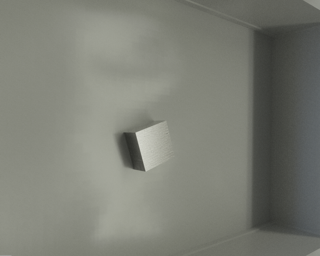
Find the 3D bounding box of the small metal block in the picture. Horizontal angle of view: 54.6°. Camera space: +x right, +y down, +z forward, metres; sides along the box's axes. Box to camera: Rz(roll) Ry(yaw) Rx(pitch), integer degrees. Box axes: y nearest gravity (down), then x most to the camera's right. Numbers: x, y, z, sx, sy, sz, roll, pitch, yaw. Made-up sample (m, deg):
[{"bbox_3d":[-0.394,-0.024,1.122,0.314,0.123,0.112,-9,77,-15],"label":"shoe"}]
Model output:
[{"bbox_3d":[-0.013,0.022,0.395,0.050,0.025,0.050,-23,104,-38],"label":"small metal block"}]
